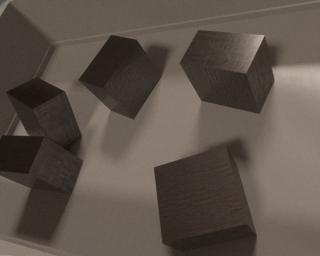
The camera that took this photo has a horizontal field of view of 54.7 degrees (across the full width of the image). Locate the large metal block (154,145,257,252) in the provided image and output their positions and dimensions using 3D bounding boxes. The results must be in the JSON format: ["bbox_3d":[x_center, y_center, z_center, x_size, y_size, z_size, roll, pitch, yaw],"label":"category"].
[{"bbox_3d":[0.045,0.074,0.320,0.080,0.050,0.080,-19,54,16],"label":"large metal block"}]

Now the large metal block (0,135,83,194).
[{"bbox_3d":[-0.169,0.051,0.426,0.080,0.080,0.050,0,62,28],"label":"large metal block"}]

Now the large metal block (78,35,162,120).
[{"bbox_3d":[-0.053,-0.071,0.440,0.050,0.080,0.080,22,73,35],"label":"large metal block"}]

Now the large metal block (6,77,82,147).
[{"bbox_3d":[-0.172,-0.020,0.462,0.080,0.080,0.050,25,50,36],"label":"large metal block"}]

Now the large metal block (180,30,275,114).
[{"bbox_3d":[0.082,-0.066,0.367,0.080,0.080,0.050,17,71,34],"label":"large metal block"}]
